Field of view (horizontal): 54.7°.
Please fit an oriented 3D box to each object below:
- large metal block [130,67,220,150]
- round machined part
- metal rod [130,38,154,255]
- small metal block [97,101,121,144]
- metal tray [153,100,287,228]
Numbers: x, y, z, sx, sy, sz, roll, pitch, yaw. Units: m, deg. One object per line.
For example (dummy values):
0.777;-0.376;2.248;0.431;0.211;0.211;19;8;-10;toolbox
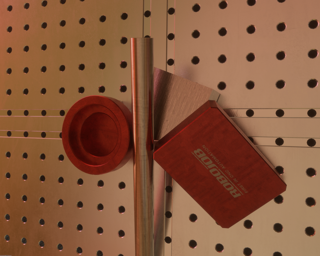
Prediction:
0.019;-0.023;0.389;0.080;0.050;0.080;24;98;18;large metal block
-0.072;0.008;0.396;0.098;0.042;0.097;0;91;23;round machined part
-0.020;0.046;0.373;0.025;0.025;0.298;6;108;20;metal rod
-0.074;-0.007;0.435;0.050;0.025;0.050;-23;82;18;small metal block
0.068;0.044;0.355;0.090;0.030;0.130;-40;103;16;metal tray
